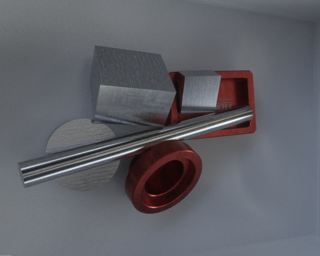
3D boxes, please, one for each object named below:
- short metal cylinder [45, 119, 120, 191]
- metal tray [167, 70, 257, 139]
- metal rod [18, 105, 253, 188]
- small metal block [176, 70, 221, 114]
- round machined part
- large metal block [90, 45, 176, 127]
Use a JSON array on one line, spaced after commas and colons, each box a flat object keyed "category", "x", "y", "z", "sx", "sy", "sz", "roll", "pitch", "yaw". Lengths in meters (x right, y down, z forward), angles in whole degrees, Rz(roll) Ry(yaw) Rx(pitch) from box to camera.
[{"category": "short metal cylinder", "x": -0.091, "y": 0.029, "z": 0.362, "sx": 0.081, "sy": 0.050, "sz": 0.079, "roll": 0, "pitch": 90, "yaw": -21}, {"category": "metal tray", "x": 0.069, "y": -0.033, "z": 0.432, "sx": 0.131, "sy": 0.030, "sz": 0.089, "roll": -5, "pitch": 92, "yaw": -20}, {"category": "metal rod", "x": -0.003, "y": 0.012, "z": 0.365, "sx": 0.303, "sy": 0.025, "sz": 0.025, "roll": -15, "pitch": 95, "yaw": -31}, {"category": "small metal block", "x": 0.048, "y": -0.048, "z": 0.405, "sx": 0.050, "sy": 0.025, "sz": 0.050, "roll": -5, "pitch": 118, "yaw": -20}, {"category": "round machined part", "x": 0.000, "y": 0.056, "z": 0.384, "sx": 0.099, "sy": 0.042, "sz": 0.097, "roll": -21, "pitch": 133, "yaw": -24}, {"category": "large metal block", "x": -0.035, "y": -0.049, "z": 0.359, "sx": 0.081, "sy": 0.080, "sz": 0.050, "roll": 3, "pitch": 131, "yaw": -19}]
